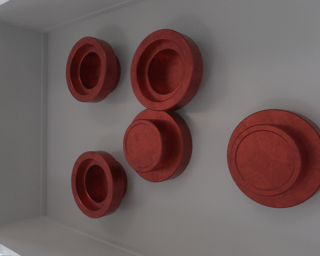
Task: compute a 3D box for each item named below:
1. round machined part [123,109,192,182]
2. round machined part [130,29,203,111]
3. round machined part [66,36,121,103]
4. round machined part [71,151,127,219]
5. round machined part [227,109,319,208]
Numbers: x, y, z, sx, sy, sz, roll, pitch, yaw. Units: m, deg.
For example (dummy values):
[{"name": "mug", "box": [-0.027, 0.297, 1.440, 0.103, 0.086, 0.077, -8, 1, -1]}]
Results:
[{"name": "round machined part", "box": [-0.010, 0.022, 0.404, 0.098, 0.042, 0.097, 0, 90, 40]}, {"name": "round machined part", "box": [0.012, -0.069, 0.386, 0.098, 0.042, 0.097, 0, 90, 40]}, {"name": "round machined part", "box": [-0.099, -0.087, 0.478, 0.098, 0.042, 0.097, 0, 90, 40]}, {"name": "round machined part", "box": [-0.088, 0.083, 0.468, 0.098, 0.042, 0.097, 0, 90, 40]}, {"name": "round machined part", "box": [0.110, 0.030, 0.305, 0.098, 0.042, 0.097, 0, 90, 40]}]
